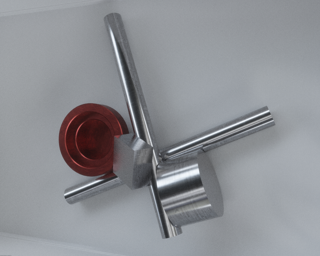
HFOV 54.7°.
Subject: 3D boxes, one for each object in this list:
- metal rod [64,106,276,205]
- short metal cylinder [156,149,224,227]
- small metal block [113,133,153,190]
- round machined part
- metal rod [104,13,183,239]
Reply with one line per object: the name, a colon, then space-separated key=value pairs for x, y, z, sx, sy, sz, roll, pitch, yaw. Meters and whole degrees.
metal rod: x=-0.001 y=0.043 z=0.408 sx=0.300 sy=0.025 sz=0.025 roll=-24 pitch=82 yaw=18
short metal cylinder: x=0.037 y=0.071 z=0.366 sx=0.050 sy=0.080 sz=0.080 roll=-21 pitch=83 yaw=18
small metal block: x=-0.034 y=0.039 z=0.376 sx=0.050 sy=0.025 sz=0.050 roll=29 pitch=120 yaw=50
round machined part: x=-0.086 y=0.016 z=0.430 sx=0.098 sy=0.042 sz=0.097 roll=0 pitch=90 yaw=19
metal rod: x=-0.026 y=-0.013 z=0.398 sx=0.025 sy=0.025 sz=0.299 roll=-20 pitch=76 yaw=18
